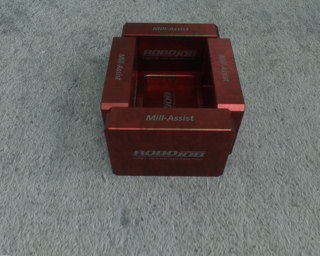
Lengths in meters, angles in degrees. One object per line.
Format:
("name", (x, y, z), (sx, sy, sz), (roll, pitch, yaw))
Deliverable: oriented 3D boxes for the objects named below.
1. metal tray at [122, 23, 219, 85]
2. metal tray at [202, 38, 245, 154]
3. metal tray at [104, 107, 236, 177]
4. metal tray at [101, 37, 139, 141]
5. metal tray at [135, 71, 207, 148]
("metal tray", (0.014, -0.105, 0.450), (0.131, 0.089, 0.030), (1, 50, 0))
("metal tray", (0.075, -0.042, 0.398), (0.030, 0.089, 0.130), (1, 50, 0))
("metal tray", (0.010, 0.018, 0.346), (0.131, 0.089, 0.030), (1, 50, 0))
("metal tray", (-0.047, -0.044, 0.398), (0.030, 0.089, 0.130), (1, 50, 0))
("metal tray", (0.014, -0.024, 0.422), (0.091, 0.030, 0.130), (1, 50, 0))
